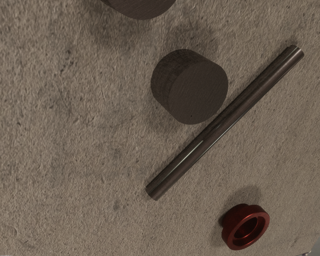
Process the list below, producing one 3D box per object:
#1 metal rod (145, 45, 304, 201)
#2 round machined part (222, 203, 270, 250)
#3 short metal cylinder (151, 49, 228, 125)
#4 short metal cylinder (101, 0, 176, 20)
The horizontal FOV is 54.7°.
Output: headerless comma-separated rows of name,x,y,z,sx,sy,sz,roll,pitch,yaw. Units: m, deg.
metal rod,0.093,-0.006,0.456,0.300,0.025,0.025,-45,130,3
round machined part,0.160,0.186,0.602,0.099,0.042,0.097,-14,125,-21
short metal cylinder,0.036,-0.051,0.380,0.081,0.050,0.079,-14,125,-21
short metal cylinder,-0.024,-0.147,0.288,0.081,0.050,0.079,-14,124,-21
